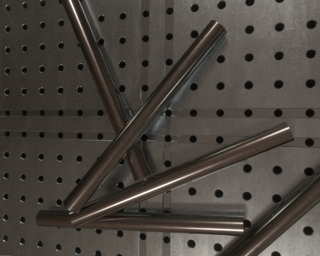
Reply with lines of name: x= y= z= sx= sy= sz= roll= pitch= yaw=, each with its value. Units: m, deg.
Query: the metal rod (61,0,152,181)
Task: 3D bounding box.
metal rod: x=-0.081 y=-0.069 z=0.439 sx=0.025 sy=0.025 sz=0.299 roll=-26 pitch=82 yaw=18

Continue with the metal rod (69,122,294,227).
metal rod: x=0.017 y=0.064 z=0.393 sx=0.301 sy=0.025 sz=0.025 roll=-24 pitch=82 yaw=13

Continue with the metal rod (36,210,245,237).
metal rod: x=-0.040 y=0.128 z=0.425 sx=0.301 sy=0.025 sz=0.025 roll=-4 pitch=89 yaw=19

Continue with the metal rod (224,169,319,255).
metal rod: x=0.128 y=0.122 z=0.367 sx=0.025 sy=0.025 sz=0.299 roll=45 pitch=103 yaw=14

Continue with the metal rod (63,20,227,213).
metal rod: x=-0.022 y=-0.011 z=0.397 sx=0.025 sy=0.025 sz=0.299 roll=41 pitch=94 yaw=15
